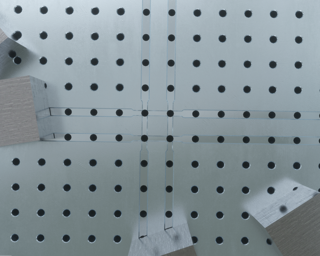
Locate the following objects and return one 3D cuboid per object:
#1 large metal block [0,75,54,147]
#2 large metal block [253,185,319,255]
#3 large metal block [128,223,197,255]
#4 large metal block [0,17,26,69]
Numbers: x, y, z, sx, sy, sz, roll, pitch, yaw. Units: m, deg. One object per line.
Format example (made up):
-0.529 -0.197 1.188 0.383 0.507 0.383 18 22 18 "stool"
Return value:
-0.191 -0.018 0.400 0.080 0.050 0.080 -9 90 0 "large metal block"
0.183 0.133 0.402 0.080 0.050 0.080 -33 90 0 "large metal block"
0.007 0.167 0.386 0.080 0.080 0.050 -18 90 0 "large metal block"
-0.240 -0.115 0.399 0.080 0.050 0.080 -40 90 0 "large metal block"
